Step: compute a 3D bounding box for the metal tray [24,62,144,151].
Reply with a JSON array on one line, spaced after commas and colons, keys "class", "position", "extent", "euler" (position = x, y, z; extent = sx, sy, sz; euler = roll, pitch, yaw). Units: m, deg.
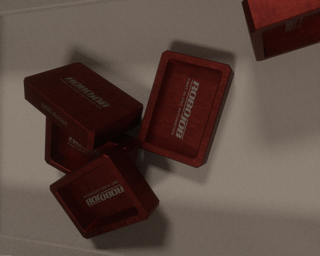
[{"class": "metal tray", "position": [-0.098, -0.034, 0.400], "extent": [0.130, 0.091, 0.030], "euler": [35, 132, 23]}]

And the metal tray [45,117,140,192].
[{"class": "metal tray", "position": [-0.097, 0.033, 0.422], "extent": [0.130, 0.030, 0.089], "euler": [25, 122, 18]}]

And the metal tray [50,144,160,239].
[{"class": "metal tray", "position": [-0.075, 0.086, 0.397], "extent": [0.130, 0.030, 0.090], "euler": [-30, 96, 35]}]

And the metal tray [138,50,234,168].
[{"class": "metal tray", "position": [0.031, -0.025, 0.396], "extent": [0.090, 0.030, 0.129], "euler": [18, 96, 18]}]

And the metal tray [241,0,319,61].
[{"class": "metal tray", "position": [0.135, -0.106, 0.307], "extent": [0.090, 0.130, 0.030], "euler": [-15, 85, 19]}]
